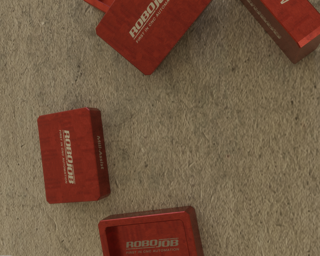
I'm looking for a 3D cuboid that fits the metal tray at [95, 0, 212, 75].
[{"bbox_3d":[-0.007,-0.142,0.383,0.090,0.030,0.129,40,112,-4],"label":"metal tray"}]

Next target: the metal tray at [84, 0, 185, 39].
[{"bbox_3d":[-0.030,-0.183,0.416,0.130,0.030,0.090,33,101,16],"label":"metal tray"}]

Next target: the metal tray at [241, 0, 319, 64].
[{"bbox_3d":[0.118,-0.135,0.332,0.030,0.090,0.130,-38,78,16],"label":"metal tray"}]

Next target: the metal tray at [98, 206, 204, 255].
[{"bbox_3d":[-0.012,0.158,0.410,0.130,0.030,0.090,-12,86,19],"label":"metal tray"}]

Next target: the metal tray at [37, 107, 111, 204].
[{"bbox_3d":[-0.126,0.040,0.451,0.090,0.030,0.129,-8,87,19],"label":"metal tray"}]
